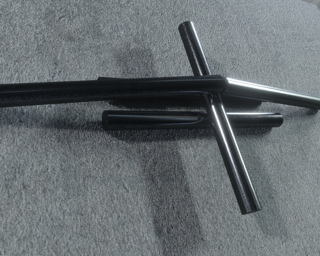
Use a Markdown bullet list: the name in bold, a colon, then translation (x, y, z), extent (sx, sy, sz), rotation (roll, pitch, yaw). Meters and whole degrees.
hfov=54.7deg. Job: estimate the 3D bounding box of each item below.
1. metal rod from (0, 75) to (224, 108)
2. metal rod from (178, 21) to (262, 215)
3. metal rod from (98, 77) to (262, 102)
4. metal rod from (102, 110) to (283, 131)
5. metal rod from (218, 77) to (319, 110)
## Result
- **metal rod**: translation (-0.060, -0.046, 0.370), extent (0.303, 0.025, 0.025), rotation (-6, 65, -21)
- **metal rod**: translation (0.076, -0.030, 0.435), extent (0.025, 0.025, 0.299), rotation (0, 62, -29)
- **metal rod**: translation (0.054, -0.055, 0.469), extent (0.303, 0.025, 0.025), rotation (-1, 62, -29)
- **metal rod**: translation (0.065, -0.011, 0.449), extent (0.303, 0.025, 0.025), rotation (-1, 62, -29)
- **metal rod**: translation (0.202, -0.053, 0.517), extent (0.302, 0.025, 0.025), rotation (2, 60, -39)
